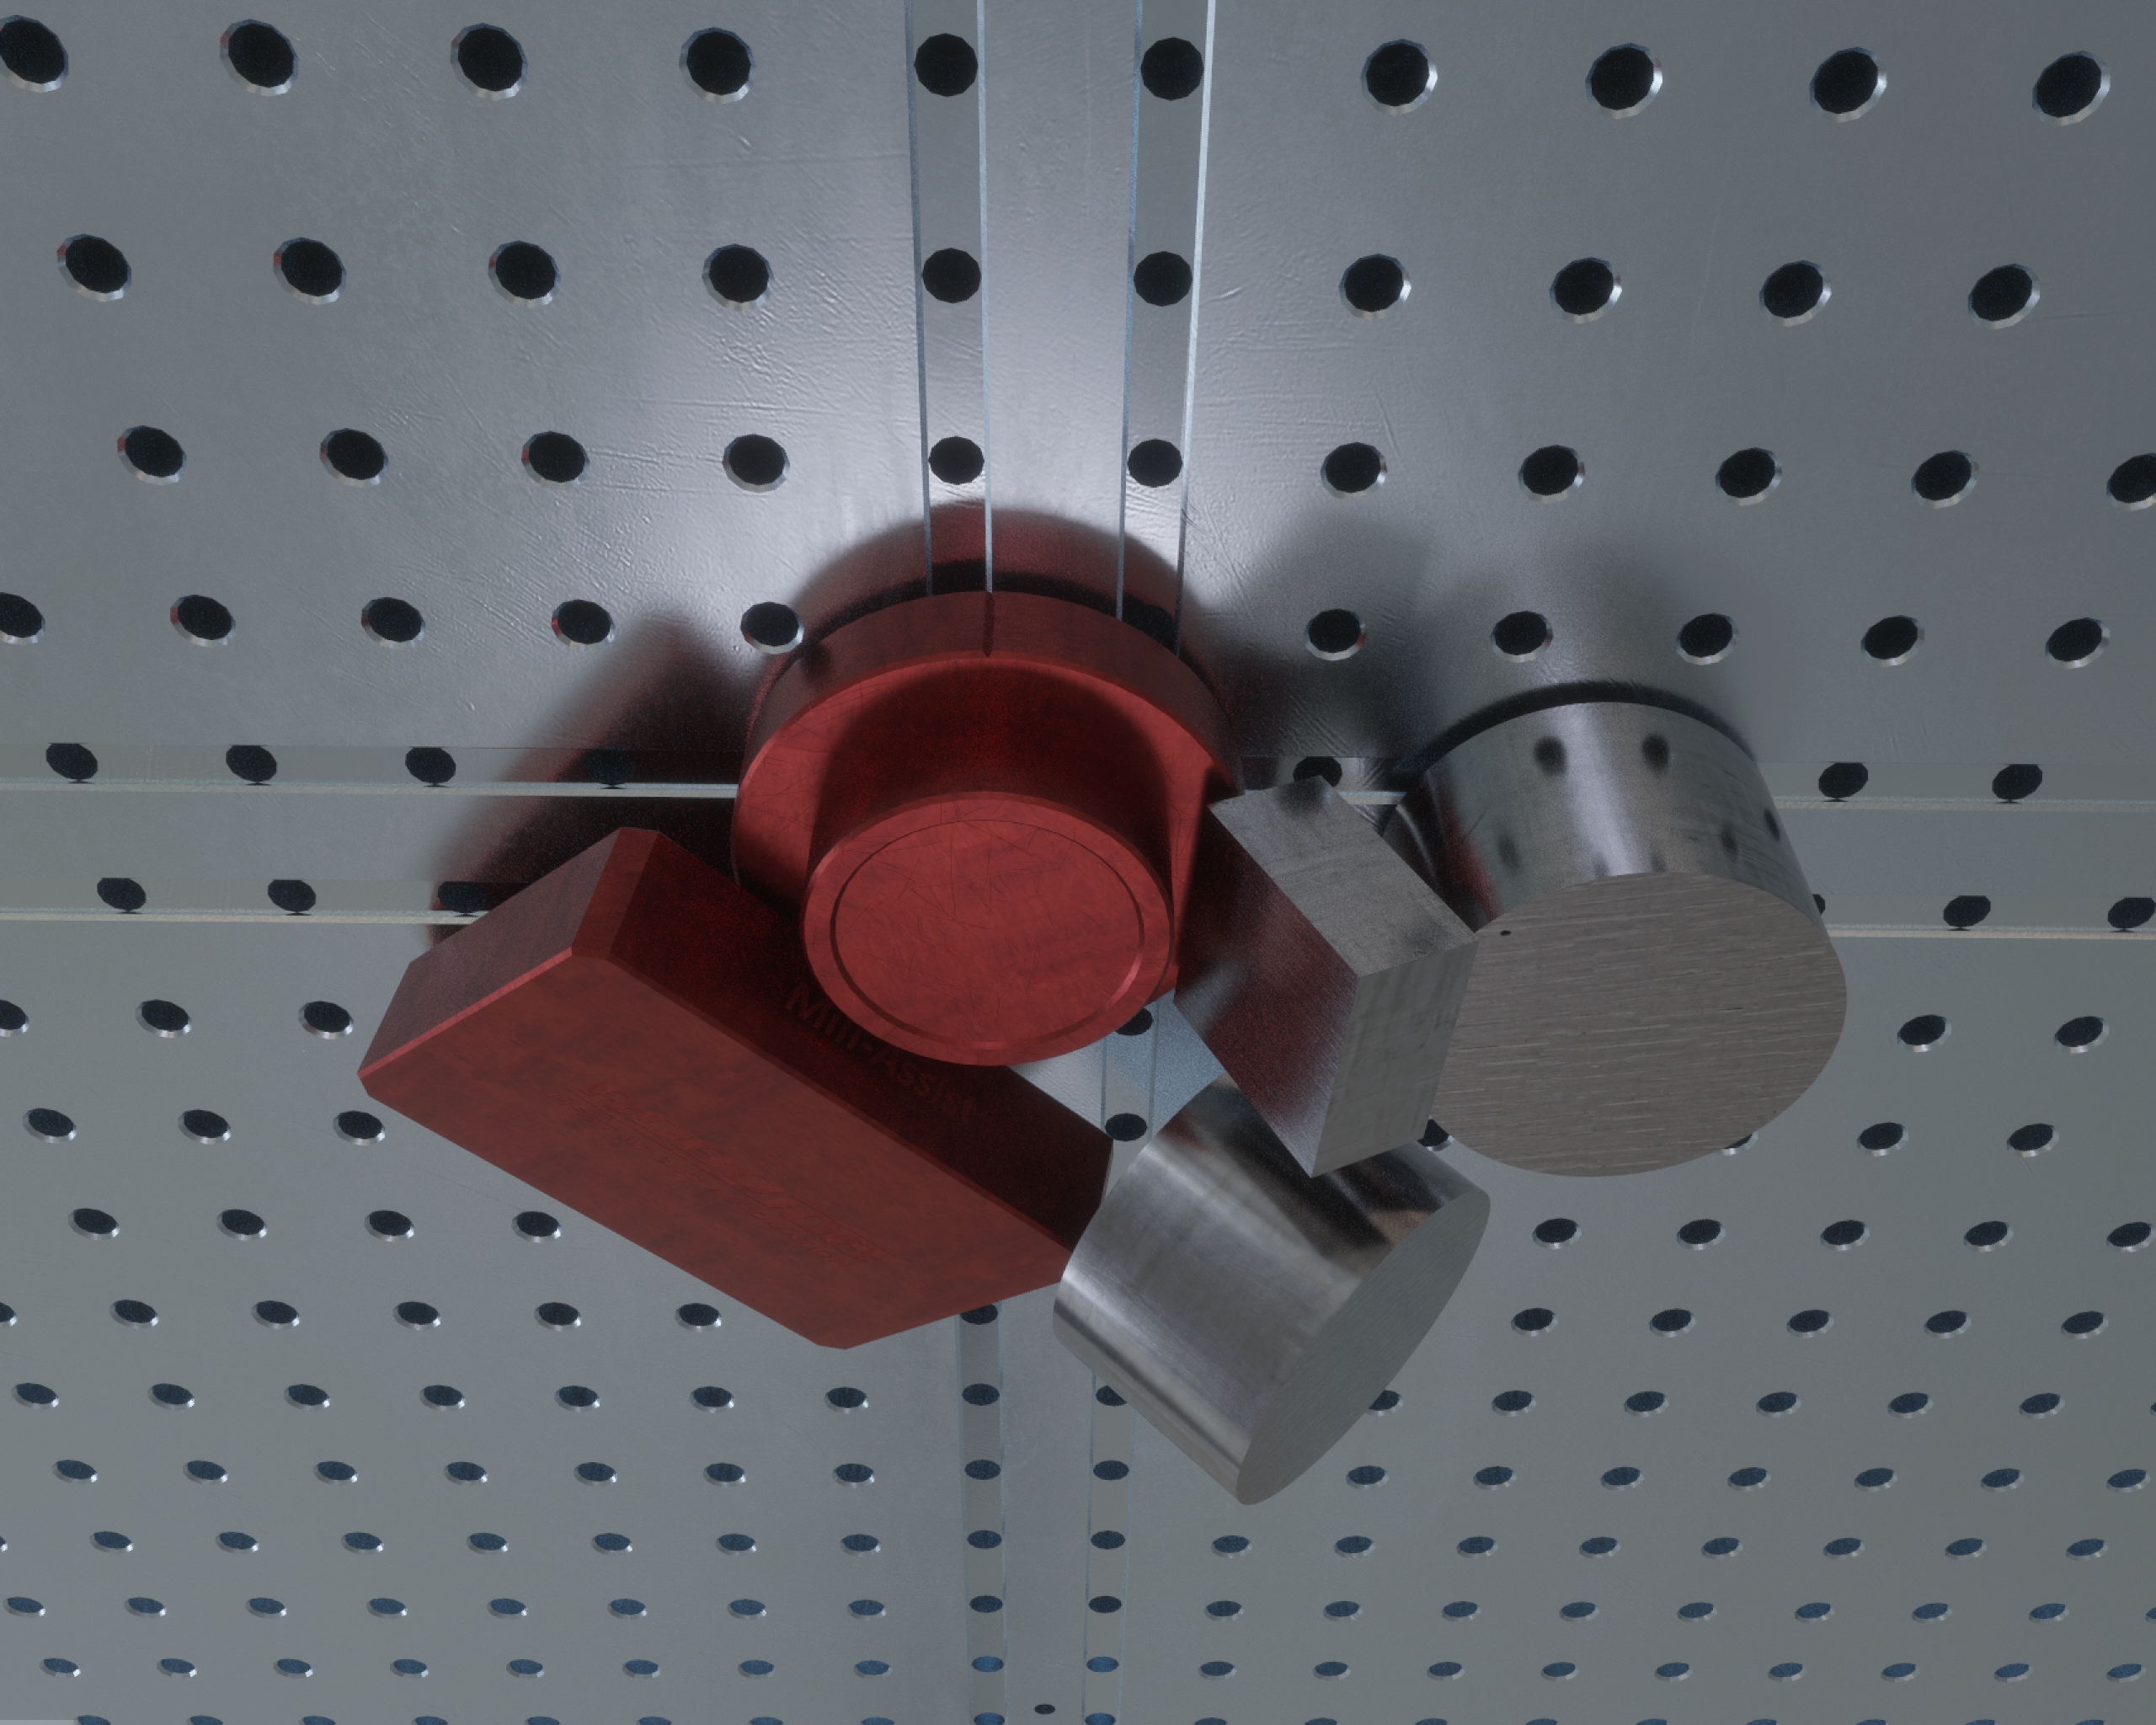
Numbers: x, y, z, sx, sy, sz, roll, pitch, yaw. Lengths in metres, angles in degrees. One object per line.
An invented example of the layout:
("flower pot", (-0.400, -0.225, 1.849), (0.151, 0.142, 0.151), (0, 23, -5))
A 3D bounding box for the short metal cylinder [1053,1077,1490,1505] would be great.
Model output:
("short metal cylinder", (0.041, 0.086, 0.436), (0.050, 0.081, 0.079), (37, 135, 26))

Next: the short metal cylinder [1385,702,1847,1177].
("short metal cylinder", (0.101, 0.016, 0.405), (0.081, 0.050, 0.079), (0, 130, 0))

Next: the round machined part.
("round machined part", (-0.016, 0.001, 0.395), (0.099, 0.042, 0.097), (0, 130, 0))

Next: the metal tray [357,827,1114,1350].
("metal tray", (-0.069, 0.053, 0.433), (0.130, 0.030, 0.090), (37, 136, -28))

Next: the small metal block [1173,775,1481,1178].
("small metal block", (0.044, 0.020, 0.384), (0.025, 0.050, 0.050), (-15, 134, -25))
